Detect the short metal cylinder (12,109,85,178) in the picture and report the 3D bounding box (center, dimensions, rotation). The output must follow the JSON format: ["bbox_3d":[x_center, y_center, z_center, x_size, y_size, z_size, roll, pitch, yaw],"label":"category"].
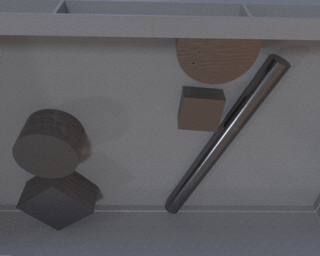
[{"bbox_3d":[-0.144,0.021,0.409,0.081,0.050,0.079,0,130,0],"label":"short metal cylinder"}]

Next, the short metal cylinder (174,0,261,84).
[{"bbox_3d":[0.056,-0.092,0.315,0.081,0.050,0.079,0,130,0],"label":"short metal cylinder"}]

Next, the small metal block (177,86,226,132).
[{"bbox_3d":[0.051,-0.023,0.390,0.050,0.025,0.050,4,130,-4],"label":"small metal block"}]

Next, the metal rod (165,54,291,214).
[{"bbox_3d":[0.078,0.029,0.435,0.025,0.025,0.298,18,128,-15],"label":"metal rod"}]

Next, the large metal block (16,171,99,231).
[{"bbox_3d":[-0.157,0.107,0.482,0.080,0.050,0.080,-30,124,23],"label":"large metal block"}]
